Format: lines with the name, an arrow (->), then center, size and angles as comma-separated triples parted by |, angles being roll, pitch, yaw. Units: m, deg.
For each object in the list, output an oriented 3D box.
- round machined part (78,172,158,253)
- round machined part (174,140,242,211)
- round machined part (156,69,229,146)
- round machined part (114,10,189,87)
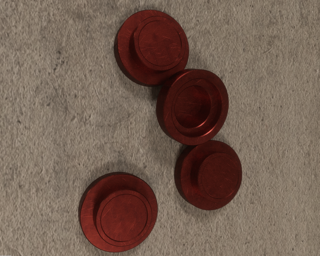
round machined part -> -0.049, 0.106, 0.383 | 0.099, 0.042, 0.097 | 0, 90, -21
round machined part -> 0.073, 0.066, 0.429 | 0.099, 0.042, 0.097 | 0, 90, -21
round machined part -> 0.038, -0.029, 0.407 | 0.099, 0.042, 0.097 | -7, 106, -26
round machined part -> -0.007, -0.104, 0.398 | 0.099, 0.042, 0.097 | 0, 90, -21
